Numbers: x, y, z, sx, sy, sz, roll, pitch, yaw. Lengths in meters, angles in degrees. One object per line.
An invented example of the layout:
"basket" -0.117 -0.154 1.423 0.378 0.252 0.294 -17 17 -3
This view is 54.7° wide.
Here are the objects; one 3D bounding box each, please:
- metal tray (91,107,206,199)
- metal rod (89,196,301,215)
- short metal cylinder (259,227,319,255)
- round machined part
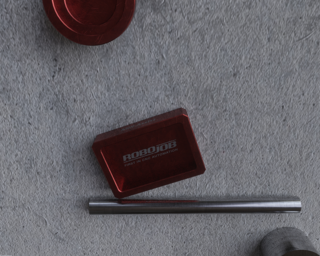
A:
"metal tray" -0.014 0.035 0.419 0.131 0.030 0.090 -18 109 6
"metal rod" 0.050 0.113 0.452 0.302 0.025 0.025 0 110 -1
"short metal cylinder" 0.200 0.200 0.473 0.081 0.050 0.079 0 110 -1
"round machined part" -0.076 -0.144 0.347 0.099 0.042 0.097 0 110 -1
